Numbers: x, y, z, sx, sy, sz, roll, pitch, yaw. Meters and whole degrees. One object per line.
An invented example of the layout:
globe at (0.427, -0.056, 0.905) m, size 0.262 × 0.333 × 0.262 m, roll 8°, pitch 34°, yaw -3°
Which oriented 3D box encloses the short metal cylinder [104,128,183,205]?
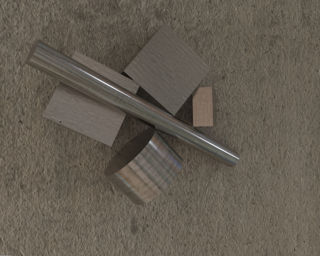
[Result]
short metal cylinder at (-0.020, 0.045, 0.373) m, size 0.080 × 0.080 × 0.050 m, roll -46°, pitch 105°, yaw -14°

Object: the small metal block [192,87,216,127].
small metal block at (0.061, -0.028, 0.417) m, size 0.025 × 0.050 × 0.050 m, roll -1°, pitch 91°, yaw 16°

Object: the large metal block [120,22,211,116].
large metal block at (0.003, -0.071, 0.396) m, size 0.080 × 0.050 × 0.080 m, roll 41°, pitch 77°, yaw -16°

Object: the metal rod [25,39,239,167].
metal rod at (-0.005, -0.012, 0.365) m, size 0.301 × 0.025 × 0.025 m, roll 27°, pitch 81°, yaw -35°

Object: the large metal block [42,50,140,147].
large metal block at (-0.082, -0.032, 0.367) m, size 0.080 × 0.050 × 0.080 m, roll 26°, pitch 81°, yaw -18°
